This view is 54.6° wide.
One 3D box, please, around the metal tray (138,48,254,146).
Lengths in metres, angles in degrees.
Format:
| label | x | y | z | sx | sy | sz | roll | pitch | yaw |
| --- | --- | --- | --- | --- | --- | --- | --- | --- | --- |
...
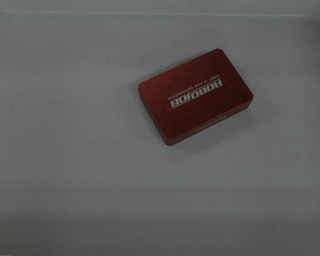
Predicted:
| label | x | y | z | sx | sy | sz | roll | pitch | yaw |
| --- | --- | --- | --- | --- | --- | --- | --- | --- | --- |
| metal tray | 0.047 | -0.044 | 0.423 | 0.131 | 0.030 | 0.090 | -26 | 72 | -9 |
